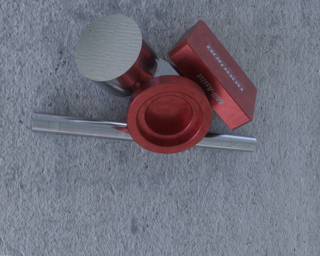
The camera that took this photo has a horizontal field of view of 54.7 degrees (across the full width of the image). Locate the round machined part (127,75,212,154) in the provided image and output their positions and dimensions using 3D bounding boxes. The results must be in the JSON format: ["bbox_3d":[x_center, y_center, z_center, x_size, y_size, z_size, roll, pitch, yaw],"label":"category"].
[{"bbox_3d":[0.010,-0.019,0.372,0.099,0.042,0.097,-3,124,-4],"label":"round machined part"}]

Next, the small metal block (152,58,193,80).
[{"bbox_3d":[0.008,-0.062,0.398,0.050,0.050,0.025,25,82,-19],"label":"small metal block"}]

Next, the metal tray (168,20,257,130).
[{"bbox_3d":[0.075,-0.071,0.408,0.130,0.030,0.090,47,37,-14],"label":"metal tray"}]

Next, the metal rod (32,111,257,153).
[{"bbox_3d":[-0.005,0.008,0.409,0.302,0.025,0.025,6,88,-20],"label":"metal rod"}]

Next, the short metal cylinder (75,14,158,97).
[{"bbox_3d":[-0.049,-0.082,0.358,0.080,0.050,0.080,-5,74,18],"label":"short metal cylinder"}]
